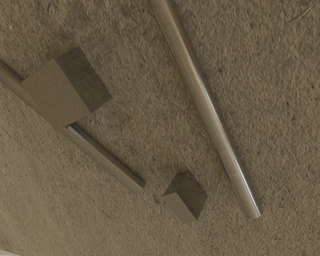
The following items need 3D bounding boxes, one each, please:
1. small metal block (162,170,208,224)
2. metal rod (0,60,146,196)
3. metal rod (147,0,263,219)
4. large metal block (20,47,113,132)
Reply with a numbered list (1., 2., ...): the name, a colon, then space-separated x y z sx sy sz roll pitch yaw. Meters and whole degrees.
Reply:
1. small metal block: 0.036 0.095 0.429 0.025 0.050 0.050 -26 104 37
2. metal rod: -0.144 -0.001 0.479 0.300 0.025 0.025 40 129 0
3. metal rod: 0.060 -0.015 0.364 0.025 0.025 0.299 -15 111 34
4. large metal block: -0.127 -0.051 0.424 0.080 0.050 0.080 -21 107 35
